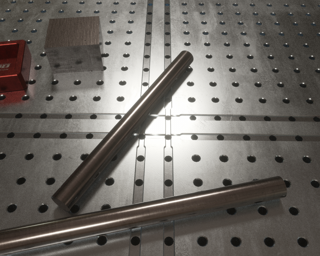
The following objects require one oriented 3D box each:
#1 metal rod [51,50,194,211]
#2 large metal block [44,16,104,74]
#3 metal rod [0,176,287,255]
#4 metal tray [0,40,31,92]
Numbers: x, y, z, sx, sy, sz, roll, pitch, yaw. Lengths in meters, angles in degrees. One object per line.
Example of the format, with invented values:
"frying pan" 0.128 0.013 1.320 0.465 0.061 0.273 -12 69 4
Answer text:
"metal rod" -0.032 -0.016 0.420 0.025 0.025 0.301 24 54 19
"large metal block" -0.136 -0.136 0.504 0.081 0.050 0.080 -5 50 -5
"metal rod" -0.010 0.091 0.331 0.302 0.025 0.025 -9 51 -8
"metal tray" -0.274 -0.093 0.478 0.131 0.030 0.090 -8 51 -7
